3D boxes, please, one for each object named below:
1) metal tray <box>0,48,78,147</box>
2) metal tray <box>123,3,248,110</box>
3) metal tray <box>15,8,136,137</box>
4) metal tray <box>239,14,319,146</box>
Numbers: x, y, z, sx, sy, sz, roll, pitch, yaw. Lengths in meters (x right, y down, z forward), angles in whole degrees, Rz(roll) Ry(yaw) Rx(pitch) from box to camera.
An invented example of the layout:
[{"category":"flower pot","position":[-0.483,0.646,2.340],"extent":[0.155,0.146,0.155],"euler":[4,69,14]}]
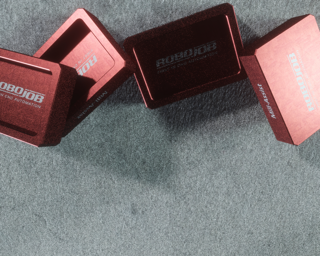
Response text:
[{"category":"metal tray","position":[-0.165,-0.039,0.349],"extent":[0.130,0.030,0.089],"euler":[17,94,17]},{"category":"metal tray","position":[0.032,-0.085,0.376],"extent":[0.131,0.030,0.090],"euler":[-18,109,6]},{"category":"metal tray","position":[-0.104,-0.061,0.362],"extent":[0.130,0.030,0.090],"euler":[-40,78,13]},{"category":"metal tray","position":[0.162,-0.056,0.372],"extent":[0.090,0.030,0.130],"euler":[-34,109,-12]}]
